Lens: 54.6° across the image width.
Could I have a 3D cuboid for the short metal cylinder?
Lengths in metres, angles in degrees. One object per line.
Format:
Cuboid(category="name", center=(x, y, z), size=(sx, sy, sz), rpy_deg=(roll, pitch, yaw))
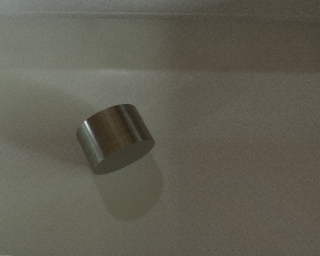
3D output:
Cuboid(category="short metal cylinder", center=(-0.053, 0.015, 0.375), size=(0.080, 0.080, 0.050), rpy_deg=(-27, 72, -9))
